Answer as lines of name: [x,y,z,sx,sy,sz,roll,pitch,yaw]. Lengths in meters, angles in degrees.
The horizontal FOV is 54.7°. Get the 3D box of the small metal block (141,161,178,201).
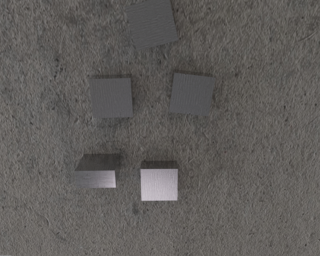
small metal block: [-0.001,0.074,0.437,0.050,0.025,0.050,0,110,0]

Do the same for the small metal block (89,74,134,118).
small metal block: [-0.060,-0.041,0.394,0.050,0.025,0.050,-2,110,0]

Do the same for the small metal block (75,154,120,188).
small metal block: [-0.082,0.057,0.416,0.050,0.050,0.025,-1,110,0]

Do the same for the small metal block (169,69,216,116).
small metal block: [0.039,-0.045,0.393,0.050,0.025,0.050,6,110,-3]

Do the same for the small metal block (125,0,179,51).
small metal block: [-0.009,-0.123,0.364,0.050,0.025,0.050,-13,110,4]
